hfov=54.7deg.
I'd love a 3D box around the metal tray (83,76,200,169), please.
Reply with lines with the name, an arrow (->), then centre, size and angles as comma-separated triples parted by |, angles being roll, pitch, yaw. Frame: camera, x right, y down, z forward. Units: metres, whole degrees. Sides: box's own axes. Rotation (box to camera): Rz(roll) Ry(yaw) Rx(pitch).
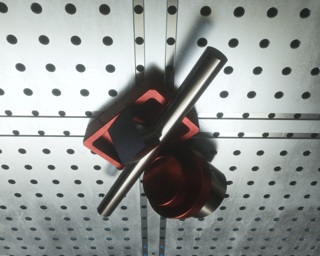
metal tray -> -0.025, 0.002, 0.409 | 0.130, 0.030, 0.090 | -35, 122, 26

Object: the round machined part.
round machined part -> 0.015, 0.069, 0.409 | 0.098, 0.098, 0.042 | -38, 143, 27

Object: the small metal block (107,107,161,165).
small metal block -> -0.032, 0.010, 0.375 | 0.025, 0.050, 0.050 | -9, 156, -45

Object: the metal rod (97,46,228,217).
metal rod -> -0.014, 0.026, 0.394 | 0.025, 0.025, 0.298 | 22, 127, -18

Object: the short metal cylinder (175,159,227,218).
short metal cylinder -> 0.048, 0.081, 0.444 | 0.080, 0.080, 0.050 | -36, 122, 26
